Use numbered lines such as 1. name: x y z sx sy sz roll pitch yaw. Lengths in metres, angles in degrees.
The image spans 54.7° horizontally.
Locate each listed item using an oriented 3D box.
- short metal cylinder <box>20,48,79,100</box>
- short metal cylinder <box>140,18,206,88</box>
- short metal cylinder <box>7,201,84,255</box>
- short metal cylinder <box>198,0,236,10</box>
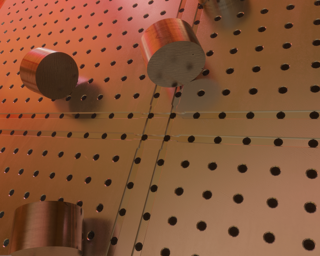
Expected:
1. short metal cylinder: -0.188 -0.093 0.529 0.050 0.080 0.080 21 73 36
2. short metal cylinder: 0.017 -0.102 0.427 0.080 0.080 0.050 -26 53 12
3. short metal cylinder: -0.132 0.125 0.366 0.080 0.080 0.050 -20 54 17
4. short metal cylinder: 0.090 -0.236 0.490 0.080 0.050 0.080 -13 56 21
